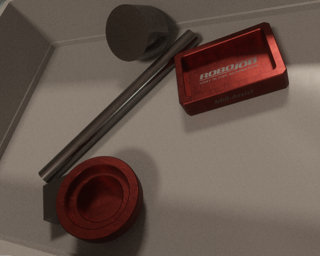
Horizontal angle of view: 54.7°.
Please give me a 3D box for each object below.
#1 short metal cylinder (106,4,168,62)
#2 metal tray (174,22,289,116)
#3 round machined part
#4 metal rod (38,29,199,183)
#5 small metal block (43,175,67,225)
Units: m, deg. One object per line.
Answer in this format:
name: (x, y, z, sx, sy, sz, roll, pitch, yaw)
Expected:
short metal cylinder: (-0.035, -0.144, 0.468, 0.080, 0.079, 0.050, 13, 23, 32)
metal tray: (0.087, -0.076, 0.402, 0.130, 0.030, 0.090, -16, 55, 18)
round machined part: (-0.067, 0.086, 0.367, 0.098, 0.042, 0.098, -5, 58, 9)
metal rod: (-0.058, -0.033, 0.454, 0.300, 0.025, 0.025, -44, 51, -3)
small metal block: (-0.127, 0.093, 0.413, 0.050, 0.025, 0.050, -26, 53, 11)
